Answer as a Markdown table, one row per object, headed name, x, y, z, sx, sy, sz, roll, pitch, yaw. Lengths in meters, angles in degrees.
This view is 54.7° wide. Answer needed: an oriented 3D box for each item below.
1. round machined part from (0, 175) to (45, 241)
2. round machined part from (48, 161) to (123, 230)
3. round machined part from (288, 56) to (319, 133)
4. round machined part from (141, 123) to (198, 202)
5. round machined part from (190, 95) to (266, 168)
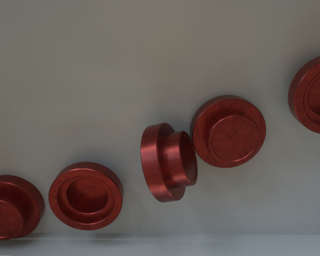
| name | x | y | z | sx | sy | sz | roll | pitch | yaw |
| --- | --- | --- | --- | --- | --- | --- | --- | --- | --- |
| round machined part | -0.222 | 0.120 | 0.444 | 0.099 | 0.042 | 0.097 | 0 | 110 | -1 |
| round machined part | -0.100 | 0.090 | 0.434 | 0.099 | 0.042 | 0.097 | 0 | 110 | -1 |
| round machined part | 0.210 | -0.044 | 0.389 | 0.099 | 0.042 | 0.097 | 0 | 110 | -1 |
| round machined part | 0.017 | 0.040 | 0.384 | 0.042 | 0.098 | 0.097 | -13 | 111 | 20 |
| round machined part | 0.091 | 0.009 | 0.404 | 0.099 | 0.042 | 0.097 | -2 | 110 | -4 |
